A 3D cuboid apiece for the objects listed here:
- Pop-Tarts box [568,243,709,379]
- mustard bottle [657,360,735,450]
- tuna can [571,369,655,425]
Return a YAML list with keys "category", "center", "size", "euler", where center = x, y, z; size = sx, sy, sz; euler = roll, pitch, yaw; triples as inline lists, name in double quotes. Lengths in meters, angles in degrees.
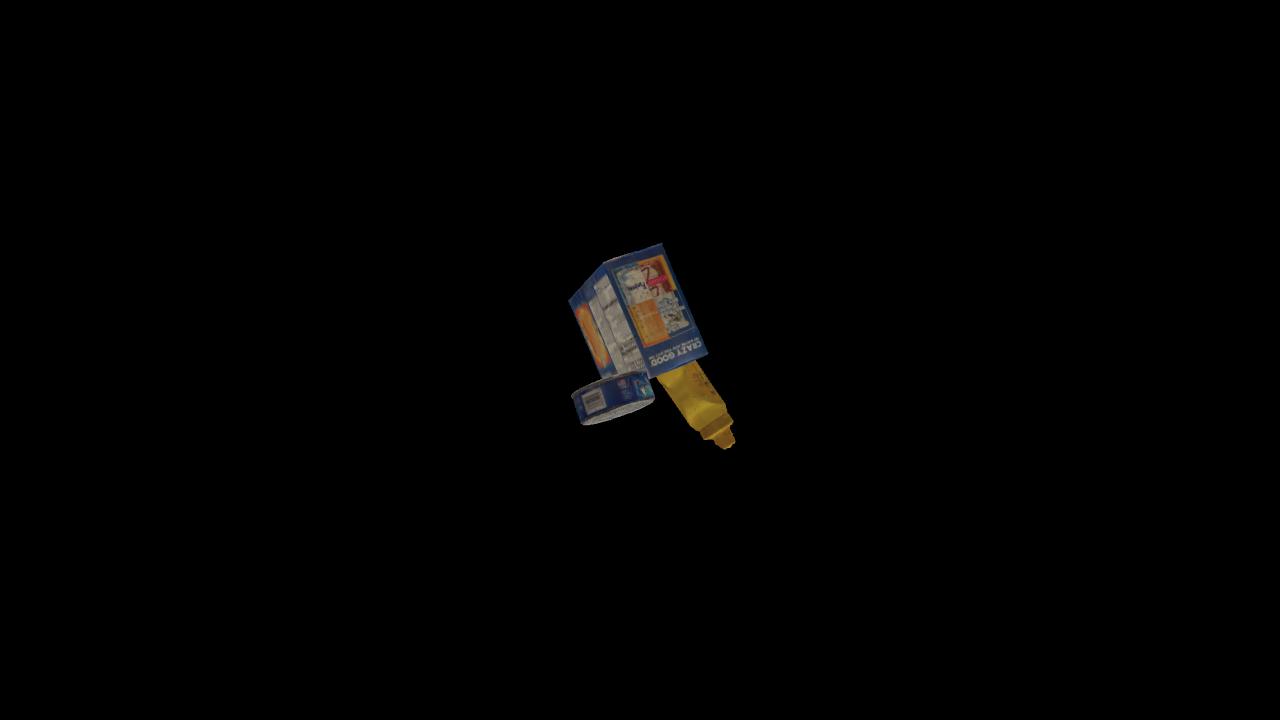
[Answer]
- category: "Pop-Tarts box"
  center: [-0.008, -0.044, 0.759]
  size: [0.083, 0.141, 0.167]
  euler: [-22, -2, -22]
- category: "mustard bottle"
  center: [0.057, 0.029, 0.748]
  size: [0.054, 0.184, 0.092]
  euler: [-36, -10, 8]
- category: "tuna can"
  center: [-0.027, 0.040, 0.643]
  size: [0.084, 0.034, 0.084]
  euler: [-19, -11, -4]
